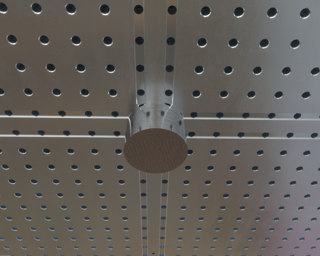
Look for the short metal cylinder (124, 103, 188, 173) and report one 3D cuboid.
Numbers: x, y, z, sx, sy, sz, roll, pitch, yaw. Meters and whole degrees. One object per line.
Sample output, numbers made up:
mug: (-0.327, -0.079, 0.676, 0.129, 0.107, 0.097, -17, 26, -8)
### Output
short metal cylinder: (-0.005, 0.014, 0.408, 0.081, 0.050, 0.079, -1, 130, 0)
